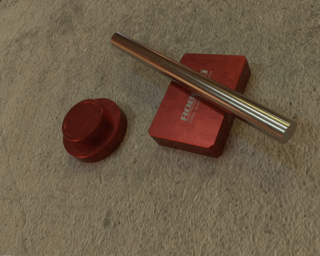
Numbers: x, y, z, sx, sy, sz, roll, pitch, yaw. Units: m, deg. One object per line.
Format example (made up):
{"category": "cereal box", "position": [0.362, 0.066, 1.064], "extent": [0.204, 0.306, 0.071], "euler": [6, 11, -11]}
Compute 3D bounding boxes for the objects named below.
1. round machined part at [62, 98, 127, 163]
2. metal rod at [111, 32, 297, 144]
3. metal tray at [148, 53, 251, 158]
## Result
{"category": "round machined part", "position": [-0.100, -0.003, 0.445], "extent": [0.098, 0.042, 0.098], "euler": [-13, 56, 20]}
{"category": "metal rod", "position": [0.029, -0.066, 0.388], "extent": [0.025, 0.025, 0.300], "euler": [-48, 52, -6]}
{"category": "metal tray", "position": [0.051, -0.034, 0.394], "extent": [0.090, 0.030, 0.130], "euler": [11, 67, 32]}
